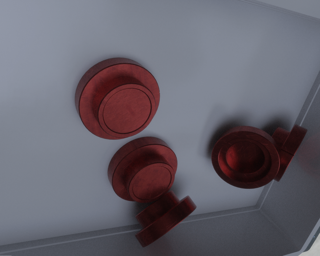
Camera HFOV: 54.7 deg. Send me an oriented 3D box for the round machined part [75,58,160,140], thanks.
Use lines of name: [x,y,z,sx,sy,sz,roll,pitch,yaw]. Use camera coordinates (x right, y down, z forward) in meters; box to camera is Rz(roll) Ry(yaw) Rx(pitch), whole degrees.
round machined part: [-0.044,-0.028,0.358,0.099,0.042,0.097,-14,125,-21]

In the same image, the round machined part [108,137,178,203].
round machined part: [-0.019,0.064,0.429,0.099,0.042,0.097,-14,124,-21]

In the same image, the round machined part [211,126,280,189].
round machined part: [0.132,0.041,0.475,0.098,0.042,0.097,8,116,18]

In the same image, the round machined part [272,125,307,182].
round machined part: [0.200,0.036,0.514,0.098,0.042,0.097,-48,155,-31]

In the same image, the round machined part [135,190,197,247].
round machined part: [0.002,0.129,0.460,0.098,0.042,0.098,-35,169,-8]
